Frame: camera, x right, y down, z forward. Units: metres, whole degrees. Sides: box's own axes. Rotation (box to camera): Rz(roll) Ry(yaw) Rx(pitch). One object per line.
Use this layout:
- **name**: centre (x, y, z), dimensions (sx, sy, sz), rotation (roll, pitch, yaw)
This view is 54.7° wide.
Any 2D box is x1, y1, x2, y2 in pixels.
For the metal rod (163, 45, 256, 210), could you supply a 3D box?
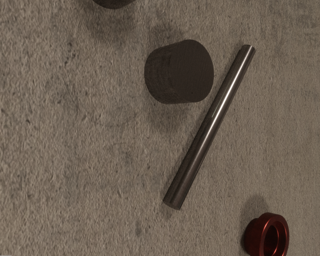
- **metal rod**: centre (0.084, -0.015, 0.477), dimensions (0.025, 0.025, 0.300), rotation (44, 63, -31)

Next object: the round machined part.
- **round machined part**: centre (0.188, 0.200, 0.555), dimensions (0.099, 0.042, 0.097), rotation (0, 90, -40)

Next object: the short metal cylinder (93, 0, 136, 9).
- **short metal cylinder**: centre (-0.047, -0.182, 0.350), dimensions (0.081, 0.050, 0.079), rotation (0, 90, -40)

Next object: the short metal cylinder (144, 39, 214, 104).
- **short metal cylinder**: centre (0.026, -0.072, 0.412), dimensions (0.081, 0.050, 0.079), rotation (0, 90, -40)
